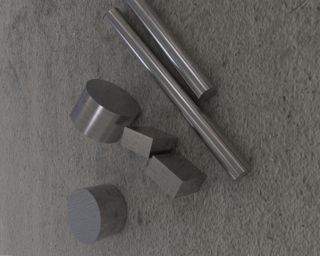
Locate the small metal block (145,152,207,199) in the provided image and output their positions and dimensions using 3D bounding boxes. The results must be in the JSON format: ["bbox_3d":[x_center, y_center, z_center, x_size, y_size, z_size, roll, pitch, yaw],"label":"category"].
[{"bbox_3d":[0.020,0.055,0.373,0.050,0.050,0.025,38,114,33],"label":"small metal block"}]

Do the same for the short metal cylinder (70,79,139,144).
[{"bbox_3d":[-0.076,-0.024,0.432,0.080,0.081,0.050,51,120,28],"label":"short metal cylinder"}]

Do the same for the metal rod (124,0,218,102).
[{"bbox_3d":[-0.018,-0.153,0.419,0.025,0.025,0.299,-48,62,29],"label":"metal rod"}]

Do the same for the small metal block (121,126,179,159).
[{"bbox_3d":[-0.013,0.017,0.400,0.050,0.050,0.025,22,104,38],"label":"small metal block"}]

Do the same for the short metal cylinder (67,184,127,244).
[{"bbox_3d":[-0.095,0.127,0.468,0.080,0.050,0.079,0,90,40],"label":"short metal cylinder"}]

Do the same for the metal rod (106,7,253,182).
[{"bbox_3d":[0.010,-0.059,0.396,0.025,0.025,0.300,-51,60,28],"label":"metal rod"}]
